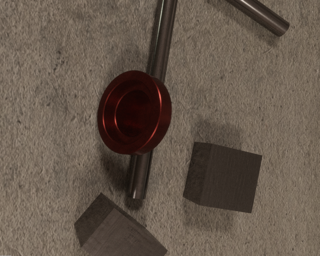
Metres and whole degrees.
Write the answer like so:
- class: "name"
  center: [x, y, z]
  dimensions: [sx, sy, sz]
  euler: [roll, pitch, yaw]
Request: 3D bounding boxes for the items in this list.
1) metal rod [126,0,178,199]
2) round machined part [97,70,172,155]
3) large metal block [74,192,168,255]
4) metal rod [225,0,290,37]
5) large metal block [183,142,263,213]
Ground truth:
- class: "metal rod"
  center: [-0.007, -0.058, 0.407]
  dimensions: [0.025, 0.025, 0.298]
  euler: [10, 86, -20]
- class: "round machined part"
  center: [-0.026, -0.016, 0.370]
  dimensions: [0.042, 0.098, 0.097]
  euler: [13, 85, -53]
- class: "large metal block"
  center: [-0.049, 0.127, 0.363]
  dimensions: [0.080, 0.080, 0.050]
  euler: [43, 76, -15]
- class: "metal rod"
  center: [0.063, -0.215, 0.433]
  dimensions: [0.302, 0.025, 0.025]
  euler: [26, 82, -19]
- class: "large metal block"
  center: [0.086, 0.067, 0.429]
  dimensions: [0.081, 0.050, 0.080]
  euler: [14, 85, -20]
